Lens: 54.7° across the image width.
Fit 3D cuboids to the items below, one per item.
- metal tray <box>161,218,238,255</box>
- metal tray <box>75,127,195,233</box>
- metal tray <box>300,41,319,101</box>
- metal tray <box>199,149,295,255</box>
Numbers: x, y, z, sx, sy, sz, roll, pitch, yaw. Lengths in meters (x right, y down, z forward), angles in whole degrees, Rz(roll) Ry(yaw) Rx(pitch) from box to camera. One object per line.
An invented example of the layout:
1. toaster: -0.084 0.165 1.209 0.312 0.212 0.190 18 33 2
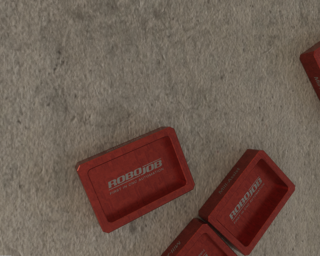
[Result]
1. metal tray: 0.040 0.202 0.422 0.130 0.030 0.090 -45 105 -15
2. metal tray: -0.029 0.062 0.396 0.131 0.030 0.090 -23 98 -19
3. metal tray: 0.300 -0.087 0.519 0.090 0.030 0.130 -35 102 -17
4. metal tray: 0.130 0.106 0.456 0.090 0.030 0.130 46 76 -15
